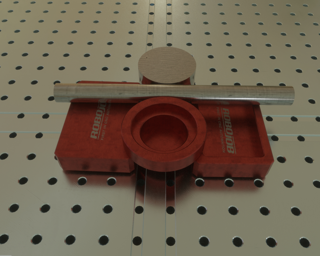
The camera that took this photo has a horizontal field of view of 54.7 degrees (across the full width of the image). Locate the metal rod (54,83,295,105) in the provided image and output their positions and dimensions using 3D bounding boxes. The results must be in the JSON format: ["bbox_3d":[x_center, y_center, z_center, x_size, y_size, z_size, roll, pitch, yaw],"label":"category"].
[{"bbox_3d":[0.018,-0.044,0.400,0.302,0.025,0.025,1,50,0],"label":"metal rod"}]

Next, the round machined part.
[{"bbox_3d":[0.005,0.011,0.370,0.099,0.042,0.098,0,50,0],"label":"round machined part"}]

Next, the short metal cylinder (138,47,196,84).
[{"bbox_3d":[0.010,-0.073,0.447,0.081,0.050,0.080,0,50,0],"label":"short metal cylinder"}]

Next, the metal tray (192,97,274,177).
[{"bbox_3d":[0.085,0.000,0.400,0.091,0.030,0.130,1,50,0],"label":"metal tray"}]

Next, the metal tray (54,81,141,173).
[{"bbox_3d":[-0.073,-0.007,0.403,0.091,0.030,0.130,2,50,2],"label":"metal tray"}]
